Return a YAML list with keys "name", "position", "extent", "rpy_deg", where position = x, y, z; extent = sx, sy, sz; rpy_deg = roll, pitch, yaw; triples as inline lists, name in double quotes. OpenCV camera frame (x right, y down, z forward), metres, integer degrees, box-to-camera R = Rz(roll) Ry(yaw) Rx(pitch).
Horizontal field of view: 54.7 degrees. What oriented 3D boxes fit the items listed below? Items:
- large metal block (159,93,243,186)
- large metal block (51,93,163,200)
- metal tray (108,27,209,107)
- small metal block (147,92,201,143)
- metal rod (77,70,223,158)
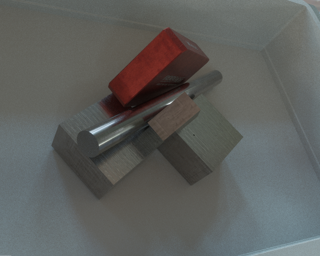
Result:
- name: "large metal block"
  position: [0.048, 0.014, 0.407]
  extent: [0.080, 0.050, 0.080]
  rpy_deg: [47, 51, 5]
- name: "large metal block"
  position: [-0.058, 0.018, 0.344]
  extent: [0.080, 0.050, 0.080]
  rpy_deg: [47, 51, 5]
- name: "metal tray"
  position: [0.005, -0.068, 0.373]
  extent: [0.030, 0.090, 0.131]
  rpy_deg: [52, 19, 7]
- name: "small metal block"
  position: [0.016, -0.009, 0.341]
  extent: [0.050, 0.050, 0.025]
  rpy_deg: [-40, 83, -2]
- name: "metal rod"
  position: [0.014, -0.034, 0.386]
  extent: [0.025, 0.025, 0.302]
  rpy_deg: [49, 36, 6]
